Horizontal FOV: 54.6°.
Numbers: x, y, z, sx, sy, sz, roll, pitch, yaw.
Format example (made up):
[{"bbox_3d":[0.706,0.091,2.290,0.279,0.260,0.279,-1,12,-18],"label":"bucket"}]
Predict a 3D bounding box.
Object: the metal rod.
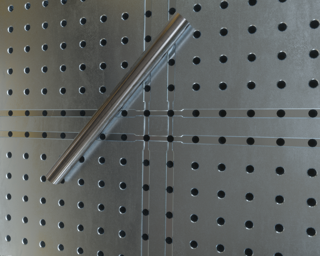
[{"bbox_3d":[-0.066,-0.033,0.436,0.025,0.025,0.299,45,104,14],"label":"metal rod"}]
